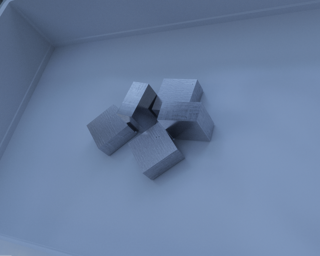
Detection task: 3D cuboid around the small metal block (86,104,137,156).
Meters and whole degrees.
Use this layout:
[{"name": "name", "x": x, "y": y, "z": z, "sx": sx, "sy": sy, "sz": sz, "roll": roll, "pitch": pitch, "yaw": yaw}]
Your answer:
[{"name": "small metal block", "x": -0.069, "y": 0.002, "z": 0.436, "sx": 0.050, "sy": 0.025, "sz": 0.050, "roll": -38, "pitch": 51, "yaw": 2}]

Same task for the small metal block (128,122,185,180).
[{"name": "small metal block", "x": -0.005, "y": 0.028, "z": 0.387, "sx": 0.050, "sy": 0.025, "sz": 0.050, "roll": -35, "pitch": 52, "yaw": 4}]

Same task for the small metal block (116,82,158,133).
[{"name": "small metal block", "x": -0.025, "y": -0.026, "z": 0.414, "sx": 0.025, "sy": 0.050, "sz": 0.050, "roll": 13, "pitch": 69, "yaw": 33}]

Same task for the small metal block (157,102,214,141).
[{"name": "small metal block", "x": 0.032, "y": -0.008, "z": 0.374, "sx": 0.050, "sy": 0.050, "sz": 0.025, "roll": 3, "pitch": 64, "yaw": 29}]

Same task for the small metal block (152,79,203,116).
[{"name": "small metal block", "x": 0.024, "y": -0.038, "z": 0.413, "sx": 0.050, "sy": 0.025, "sz": 0.050, "roll": 7, "pitch": 65, "yaw": 30}]
